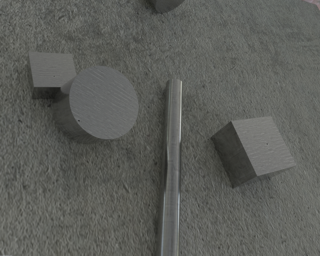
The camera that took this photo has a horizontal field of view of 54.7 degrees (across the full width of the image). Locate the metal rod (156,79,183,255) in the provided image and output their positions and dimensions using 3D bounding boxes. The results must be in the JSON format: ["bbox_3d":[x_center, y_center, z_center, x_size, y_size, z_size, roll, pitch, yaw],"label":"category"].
[{"bbox_3d":[0.013,0.061,0.374,0.025,0.025,0.300,17,55,-19],"label":"metal rod"}]

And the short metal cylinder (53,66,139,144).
[{"bbox_3d":[-0.072,-0.024,0.348,0.081,0.050,0.080,8,77,-36],"label":"short metal cylinder"}]

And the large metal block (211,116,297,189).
[{"bbox_3d":[0.132,0.033,0.441,0.081,0.050,0.080,-7,65,-32],"label":"large metal block"}]

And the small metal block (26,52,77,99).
[{"bbox_3d":[-0.130,-0.063,0.373,0.050,0.025,0.050,-4,64,-30],"label":"small metal block"}]

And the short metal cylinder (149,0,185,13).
[{"bbox_3d":[0.012,-0.244,0.525,0.081,0.080,0.050,-28,77,-37],"label":"short metal cylinder"}]
